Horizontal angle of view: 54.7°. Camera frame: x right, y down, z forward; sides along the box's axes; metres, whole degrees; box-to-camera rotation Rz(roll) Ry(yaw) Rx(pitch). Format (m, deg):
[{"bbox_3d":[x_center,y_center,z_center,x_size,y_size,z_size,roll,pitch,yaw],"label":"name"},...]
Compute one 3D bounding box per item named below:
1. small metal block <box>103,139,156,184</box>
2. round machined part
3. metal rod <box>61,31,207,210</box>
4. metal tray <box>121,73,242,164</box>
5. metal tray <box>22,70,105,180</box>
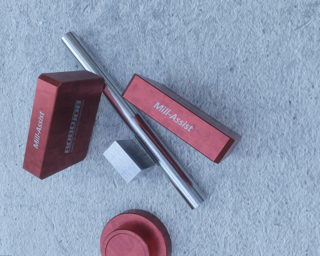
[{"bbox_3d":[-0.039,0.042,0.409,0.025,0.050,0.050,-46,76,14],"label":"small metal block"},{"bbox_3d":[-0.037,0.162,0.412,0.098,0.042,0.097,0,90,19],"label":"round machined part"},{"bbox_3d":[-0.042,-0.018,0.422,0.025,0.025,0.300,-42,77,15],"label":"metal rod"},{"bbox_3d":[0.029,-0.012,0.363,0.130,0.090,0.030,36,102,16],"label":"metal tray"},{"bbox_3d":[-0.123,-0.007,0.401,0.030,0.090,0.129,25,112,18],"label":"metal tray"}]
